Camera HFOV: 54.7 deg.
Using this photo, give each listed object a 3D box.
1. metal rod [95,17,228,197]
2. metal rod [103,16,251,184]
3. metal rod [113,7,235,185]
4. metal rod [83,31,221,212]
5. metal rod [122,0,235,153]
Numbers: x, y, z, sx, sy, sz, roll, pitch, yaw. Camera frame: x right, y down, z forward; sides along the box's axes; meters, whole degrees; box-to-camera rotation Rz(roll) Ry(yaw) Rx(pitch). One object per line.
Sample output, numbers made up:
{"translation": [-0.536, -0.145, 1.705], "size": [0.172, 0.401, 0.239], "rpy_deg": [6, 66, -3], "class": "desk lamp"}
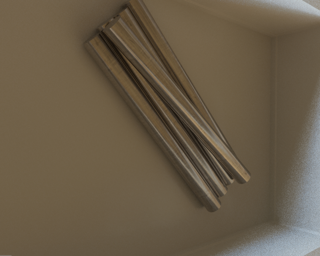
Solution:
{"translation": [0.016, -0.010, 0.418], "size": [0.025, 0.025, 0.300], "rpy_deg": [-51, 120, -28], "class": "metal rod"}
{"translation": [0.039, -0.017, 0.404], "size": [0.300, 0.025, 0.025], "rpy_deg": [46, 63, -30], "class": "metal rod"}
{"translation": [0.030, -0.026, 0.430], "size": [0.025, 0.025, 0.300], "rpy_deg": [-51, 120, -28], "class": "metal rod"}
{"translation": [0.004, 0.010, 0.408], "size": [0.025, 0.025, 0.300], "rpy_deg": [-51, 120, -28], "class": "metal rod"}
{"translation": [0.043, -0.046, 0.440], "size": [0.025, 0.025, 0.300], "rpy_deg": [-51, 120, -28], "class": "metal rod"}
